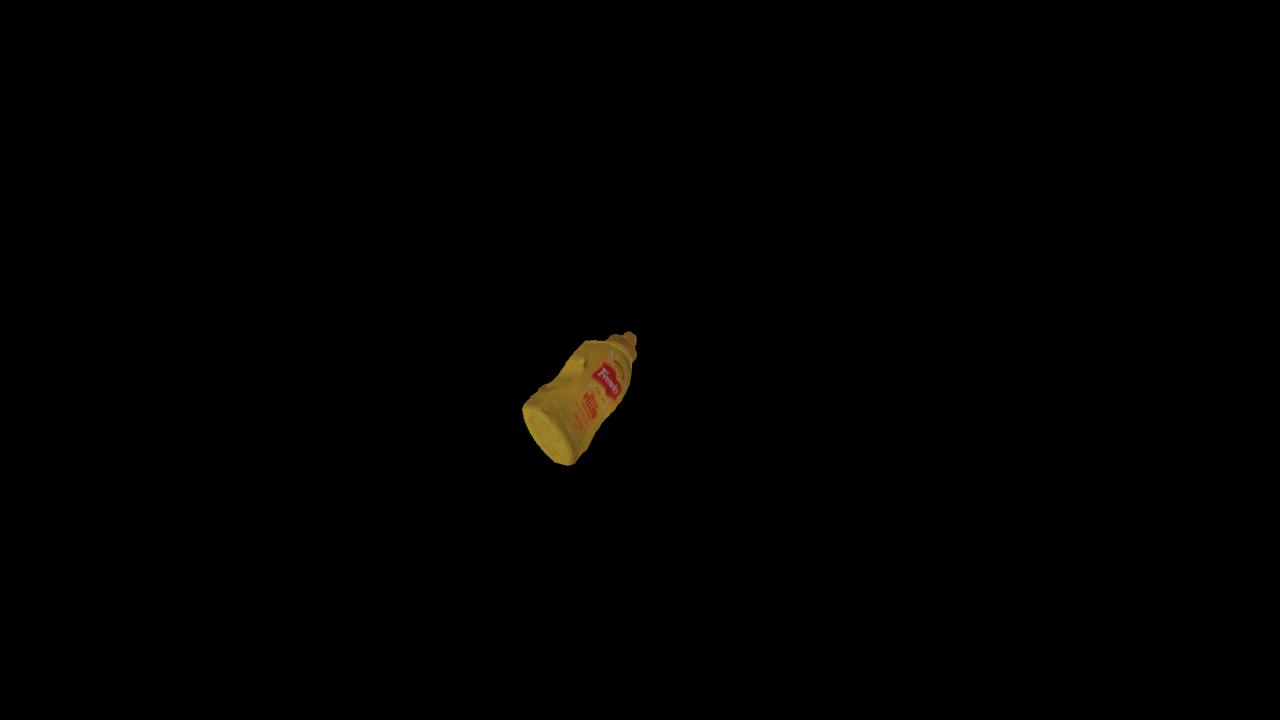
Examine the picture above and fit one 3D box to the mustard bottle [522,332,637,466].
[{"bbox_3d":[-0.055,0.027,0.713,0.054,0.092,0.184,-3,36,40],"label":"mustard bottle"}]
